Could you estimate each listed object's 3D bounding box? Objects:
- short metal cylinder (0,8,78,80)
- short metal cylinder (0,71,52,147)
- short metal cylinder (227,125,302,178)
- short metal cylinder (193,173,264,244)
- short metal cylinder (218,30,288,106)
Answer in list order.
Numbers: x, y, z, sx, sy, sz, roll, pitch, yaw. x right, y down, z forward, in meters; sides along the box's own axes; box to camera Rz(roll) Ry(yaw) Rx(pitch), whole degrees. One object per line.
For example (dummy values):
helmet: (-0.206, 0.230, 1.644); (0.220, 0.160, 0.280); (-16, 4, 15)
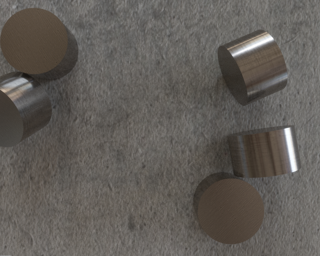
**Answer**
short metal cylinder: (-0.151, -0.104, 0.395); (0.081, 0.050, 0.079); (0, 90, -1)
short metal cylinder: (-0.182, -0.023, 0.377); (0.080, 0.050, 0.079); (9, 118, 18)
short metal cylinder: (0.128, 0.028, 0.384); (0.080, 0.080, 0.050); (-10, 90, 0)
short metal cylinder: (0.086, 0.101, 0.399); (0.081, 0.050, 0.079); (0, 90, -1)
short metal cylinder: (0.112, -0.074, 0.384); (0.050, 0.080, 0.080); (-24, 90, 0)
